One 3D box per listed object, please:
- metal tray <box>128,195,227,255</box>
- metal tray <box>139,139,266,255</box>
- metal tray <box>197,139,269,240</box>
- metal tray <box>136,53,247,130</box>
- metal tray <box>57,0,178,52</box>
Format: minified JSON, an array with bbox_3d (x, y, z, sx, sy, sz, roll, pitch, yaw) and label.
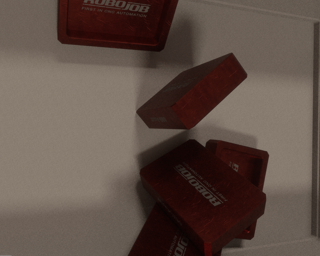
[{"bbox_3d":[0.022,0.135,0.353,0.090,0.131,0.030,17,120,12],"label":"metal tray"},{"bbox_3d":[0.047,0.075,0.374,0.091,0.130,0.030,-30,135,-22],"label":"metal tray"},{"bbox_3d":[0.101,0.088,0.446,0.091,0.030,0.129,14,85,-20],"label":"metal tray"},{"bbox_3d":[0.030,-0.039,0.367,0.090,0.130,0.030,-42,104,-15],"label":"metal tray"},{"bbox_3d":[-0.050,-0.139,0.360,0.131,0.089,0.030,0,46,-20],"label":"metal tray"}]
